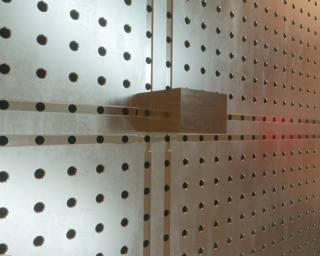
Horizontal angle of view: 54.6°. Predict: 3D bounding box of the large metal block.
[{"bbox_3d":[0.028,-0.019,0.395,0.081,0.080,0.050,2,89,-40],"label":"large metal block"}]
